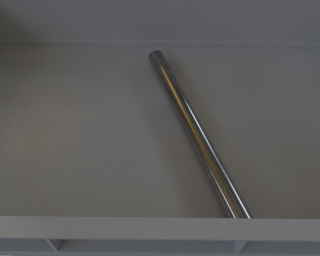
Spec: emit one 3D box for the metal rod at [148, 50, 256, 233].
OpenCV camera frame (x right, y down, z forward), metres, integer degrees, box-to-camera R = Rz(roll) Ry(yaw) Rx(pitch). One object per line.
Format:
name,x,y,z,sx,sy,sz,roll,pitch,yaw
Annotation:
metal rod,0.040,-0.007,0.411,0.025,0.025,0.299,-14,52,-12
